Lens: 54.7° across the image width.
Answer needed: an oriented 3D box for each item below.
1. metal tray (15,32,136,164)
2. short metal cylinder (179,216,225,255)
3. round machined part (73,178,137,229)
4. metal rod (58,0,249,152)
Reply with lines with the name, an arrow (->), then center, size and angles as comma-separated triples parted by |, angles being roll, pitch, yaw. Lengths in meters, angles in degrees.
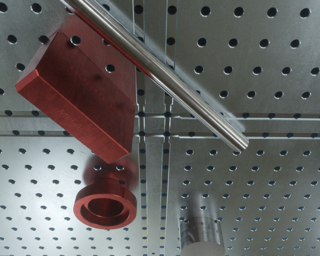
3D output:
metal tray -> -0.082, -0.032, 0.340 | 0.030, 0.090, 0.130 | -30, 124, 23
short metal cylinder -> 0.076, 0.208, 0.574 | 0.081, 0.050, 0.079 | 0, 130, 0
round machined part -> -0.086, 0.119, 0.501 | 0.099, 0.042, 0.097 | -1, 130, 0
metal rod -> 0.008, -0.058, 0.362 | 0.025, 0.025, 0.301 | -37, 122, 27
